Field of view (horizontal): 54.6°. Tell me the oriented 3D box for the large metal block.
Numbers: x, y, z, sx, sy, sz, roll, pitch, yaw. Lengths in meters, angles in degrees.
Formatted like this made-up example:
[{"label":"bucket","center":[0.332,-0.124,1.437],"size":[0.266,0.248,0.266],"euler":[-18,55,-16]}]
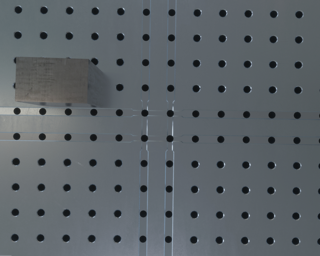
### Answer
[{"label":"large metal block","center":[-0.120,-0.054,0.385],"size":[0.080,0.080,0.050],"euler":[2,90,0]}]
